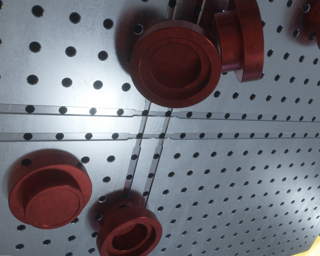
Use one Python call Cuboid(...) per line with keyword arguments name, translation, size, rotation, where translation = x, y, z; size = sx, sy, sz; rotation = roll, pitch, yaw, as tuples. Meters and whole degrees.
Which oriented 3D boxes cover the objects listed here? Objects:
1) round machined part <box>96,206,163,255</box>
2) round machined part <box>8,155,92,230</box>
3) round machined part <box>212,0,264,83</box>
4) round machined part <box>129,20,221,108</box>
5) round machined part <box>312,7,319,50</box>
Cuboid(name="round machined part", translation=(-0.049, 0.160, 0.474), size=(0.099, 0.042, 0.097), rotation=(-14, 125, -21))
Cuboid(name="round machined part", translation=(-0.132, 0.085, 0.382), size=(0.099, 0.042, 0.097), rotation=(-14, 125, -21))
Cuboid(name="round machined part", translation=(0.086, -0.100, 0.358), size=(0.042, 0.098, 0.097), rotation=(-8, 126, 6))
Cuboid(name="round machined part", translation=(0.018, -0.073, 0.348), size=(0.099, 0.042, 0.097), rotation=(3, 129, 3))
Cuboid(name="round machined part", translation=(0.265, -0.155, 0.452), size=(0.099, 0.042, 0.097), rotation=(-14, 125, -21))
